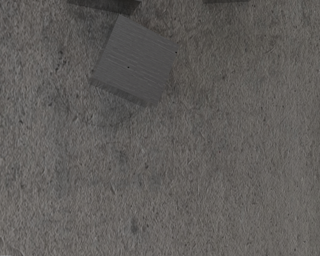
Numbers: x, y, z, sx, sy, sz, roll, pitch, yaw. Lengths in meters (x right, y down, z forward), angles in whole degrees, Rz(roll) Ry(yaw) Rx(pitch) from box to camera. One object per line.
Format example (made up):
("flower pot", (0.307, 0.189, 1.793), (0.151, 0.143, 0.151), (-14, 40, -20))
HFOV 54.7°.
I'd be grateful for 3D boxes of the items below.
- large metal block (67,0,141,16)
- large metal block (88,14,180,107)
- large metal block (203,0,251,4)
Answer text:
("large metal block", (-0.065, -0.190, 0.371), (0.081, 0.050, 0.080), (4, 89, -20))
("large metal block", (-0.033, -0.078, 0.383), (0.080, 0.050, 0.080), (23, 83, -19))
("large metal block", (0.108, -0.210, 0.419), (0.081, 0.080, 0.050), (-11, 94, -20))
